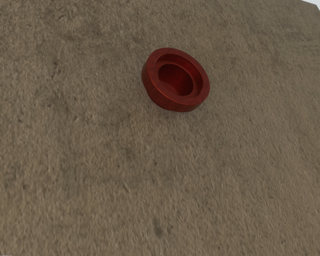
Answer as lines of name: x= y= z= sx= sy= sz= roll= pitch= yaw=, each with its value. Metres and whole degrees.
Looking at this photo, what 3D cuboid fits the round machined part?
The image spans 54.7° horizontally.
round machined part: x=0.019 y=-0.064 z=0.444 sx=0.099 sy=0.042 sz=0.098 roll=14 pitch=56 yaw=-21
